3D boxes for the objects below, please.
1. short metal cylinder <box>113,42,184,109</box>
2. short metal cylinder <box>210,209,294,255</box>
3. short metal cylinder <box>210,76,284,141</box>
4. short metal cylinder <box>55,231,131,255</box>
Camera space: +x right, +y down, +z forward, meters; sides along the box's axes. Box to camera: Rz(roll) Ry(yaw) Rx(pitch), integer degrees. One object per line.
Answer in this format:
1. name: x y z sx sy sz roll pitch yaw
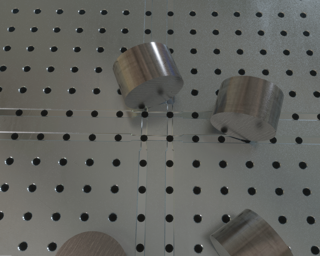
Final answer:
1. short metal cylinder: -0.016 -0.066 0.407 0.080 0.080 0.050 -19 71 -7
2. short metal cylinder: 0.099 0.136 0.334 0.050 0.080 0.080 -33 74 -11
3. short metal cylinder: 0.110 -0.023 0.391 0.080 0.080 0.050 17 71 6
4. short metal cylinder: -0.072 0.156 0.341 0.081 0.050 0.080 0 70 0
